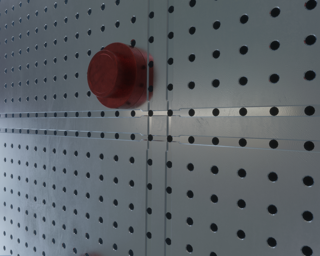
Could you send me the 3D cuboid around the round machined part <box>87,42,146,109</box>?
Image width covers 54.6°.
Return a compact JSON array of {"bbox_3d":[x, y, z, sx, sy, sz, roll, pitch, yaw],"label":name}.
[{"bbox_3d":[-0.070,-0.078,0.457,0.098,0.042,0.097,0,90,40],"label":"round machined part"}]
